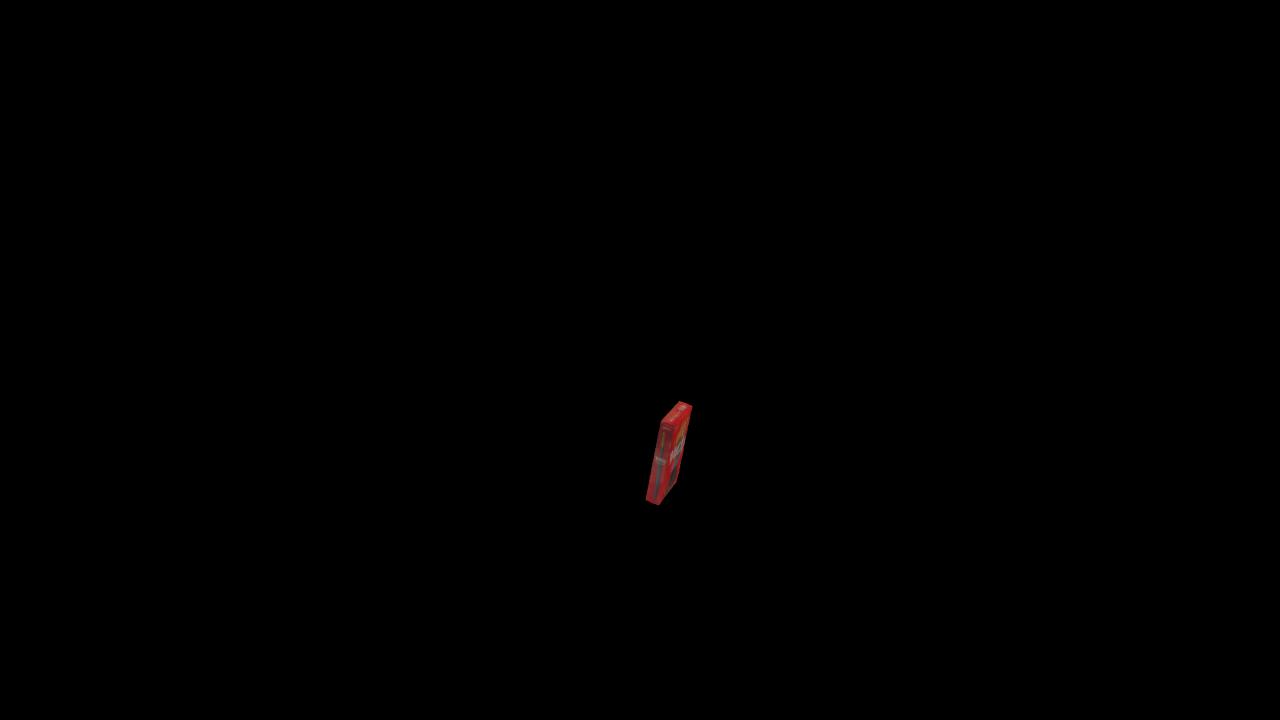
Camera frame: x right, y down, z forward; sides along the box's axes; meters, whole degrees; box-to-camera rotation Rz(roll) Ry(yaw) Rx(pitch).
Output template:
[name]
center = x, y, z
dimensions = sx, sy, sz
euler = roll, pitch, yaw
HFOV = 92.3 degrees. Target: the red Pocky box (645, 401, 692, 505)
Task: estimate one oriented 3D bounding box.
[red Pocky box]
center = 0.047, 0.151, 0.996
dimensions = 0.028, 0.155, 0.083
euler = 19, 27, 20
